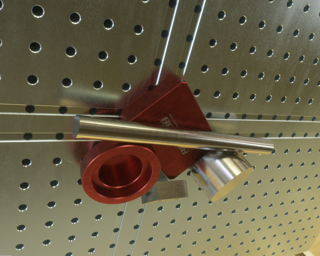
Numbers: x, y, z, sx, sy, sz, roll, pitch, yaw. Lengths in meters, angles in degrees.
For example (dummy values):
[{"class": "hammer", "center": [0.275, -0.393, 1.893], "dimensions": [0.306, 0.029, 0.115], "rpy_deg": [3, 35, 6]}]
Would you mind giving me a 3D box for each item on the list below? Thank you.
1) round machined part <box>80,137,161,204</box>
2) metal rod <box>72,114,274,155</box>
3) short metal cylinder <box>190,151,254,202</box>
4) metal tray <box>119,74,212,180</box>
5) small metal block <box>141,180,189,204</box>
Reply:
[{"class": "round machined part", "center": [-0.052, 0.048, 0.396], "dimensions": [0.099, 0.042, 0.097], "rpy_deg": [-11, 128, -15]}, {"class": "metal rod", "center": [0.040, 0.014, 0.402], "dimensions": [0.302, 0.025, 0.025], "rpy_deg": [7, 115, -32]}, {"class": "short metal cylinder", "center": [0.093, 0.067, 0.470], "dimensions": [0.080, 0.050, 0.080], "rpy_deg": [-30, 154, -17]}, {"class": "metal tray", "center": [0.017, 0.003, 0.422], "dimensions": [0.090, 0.030, 0.130], "rpy_deg": [-37, 130, -4]}, {"class": "small metal block", "center": [0.006, 0.095, 0.457], "dimensions": [0.050, 0.025, 0.050], "rpy_deg": [2, 161, -31]}]
